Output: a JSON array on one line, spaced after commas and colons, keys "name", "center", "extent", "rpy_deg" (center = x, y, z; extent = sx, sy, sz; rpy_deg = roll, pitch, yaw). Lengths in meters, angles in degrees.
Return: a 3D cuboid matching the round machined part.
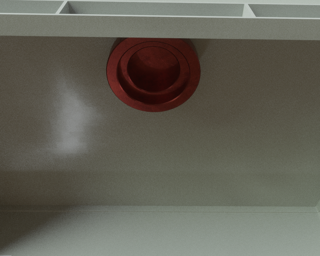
[{"name": "round machined part", "center": [-0.007, -0.068, 0.339], "extent": [0.099, 0.042, 0.097], "rpy_deg": [0, 130, 0]}]
